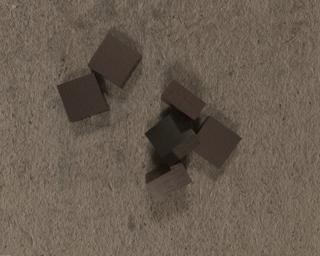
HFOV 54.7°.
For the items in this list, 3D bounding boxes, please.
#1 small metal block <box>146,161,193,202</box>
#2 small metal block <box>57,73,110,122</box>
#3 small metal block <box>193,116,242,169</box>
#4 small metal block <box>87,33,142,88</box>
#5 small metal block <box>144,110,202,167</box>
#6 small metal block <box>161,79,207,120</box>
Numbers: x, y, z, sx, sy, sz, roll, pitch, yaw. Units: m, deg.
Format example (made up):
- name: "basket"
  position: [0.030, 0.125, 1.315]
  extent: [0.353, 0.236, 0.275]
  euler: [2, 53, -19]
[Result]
- name: "small metal block"
  position: [0.010, 0.064, 0.397]
  extent: [0.050, 0.050, 0.025]
  euler: [-29, 96, 0]
- name: "small metal block"
  position: [-0.100, -0.039, 0.409]
  extent: [0.050, 0.025, 0.050]
  euler: [-20, 90, -1]
- name: "small metal block"
  position: [0.071, 0.019, 0.411]
  extent: [0.050, 0.025, 0.050]
  euler: [36, 90, -1]
- name: "small metal block"
  position: [-0.059, -0.087, 0.409]
  extent: [0.050, 0.025, 0.050]
  euler: [33, 90, -1]
- name: "small metal block"
  position: [0.016, 0.013, 0.396]
  extent: [0.050, 0.025, 0.050]
  euler: [-38, 46, 0]
- name: "small metal block"
  position: [0.029, -0.034, 0.398]
  extent: [0.050, 0.050, 0.025]
  euler: [36, 90, -1]
